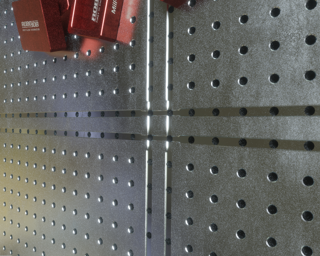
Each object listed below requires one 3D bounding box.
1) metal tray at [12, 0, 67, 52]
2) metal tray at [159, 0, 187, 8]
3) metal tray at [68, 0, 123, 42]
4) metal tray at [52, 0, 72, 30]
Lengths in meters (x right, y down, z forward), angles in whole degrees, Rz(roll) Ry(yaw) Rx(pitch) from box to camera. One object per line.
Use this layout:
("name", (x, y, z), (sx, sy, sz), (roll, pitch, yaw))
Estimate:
("metal tray", (-0.222, -0.187, 0.564), (0.130, 0.030, 0.089), (16, 120, 45))
("metal tray", (0.026, -0.232, 0.385), (0.090, 0.030, 0.129), (-23, 75, 37))
("metal tray", (-0.098, -0.207, 0.488), (0.090, 0.030, 0.129), (21, 103, 38))
("metal tray", (-0.188, -0.248, 0.563), (0.090, 0.030, 0.129), (-21, 77, 38))
